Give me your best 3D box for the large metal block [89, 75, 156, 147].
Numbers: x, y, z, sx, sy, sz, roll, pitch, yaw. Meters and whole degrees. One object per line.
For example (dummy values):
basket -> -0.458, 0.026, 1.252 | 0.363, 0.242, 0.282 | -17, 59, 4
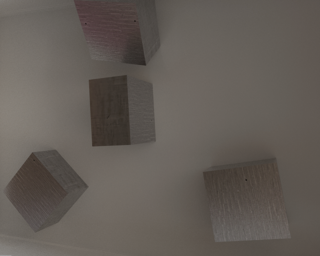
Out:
large metal block -> -0.045, -0.019, 0.397 | 0.050, 0.080, 0.080 | -4, 89, 20

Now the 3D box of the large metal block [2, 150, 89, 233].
large metal block -> -0.168, 0.090, 0.457 | 0.080, 0.050, 0.080 | 44, 104, 14

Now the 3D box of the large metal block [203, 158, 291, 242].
large metal block -> 0.101, 0.082, 0.361 | 0.080, 0.050, 0.080 | -11, 87, 19

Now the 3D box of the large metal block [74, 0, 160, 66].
large metal block -> -0.050, -0.131, 0.393 | 0.080, 0.050, 0.080 | 11, 137, 19
